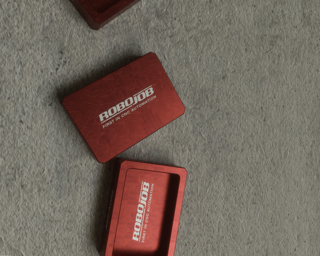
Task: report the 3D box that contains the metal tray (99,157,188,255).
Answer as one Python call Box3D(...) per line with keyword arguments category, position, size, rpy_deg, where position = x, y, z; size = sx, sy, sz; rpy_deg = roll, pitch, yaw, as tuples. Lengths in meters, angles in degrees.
Box3D(category="metal tray", position=(-0.021, 0.108, 0.398), size=(0.091, 0.030, 0.129), rpy_deg=(11, 86, -20))

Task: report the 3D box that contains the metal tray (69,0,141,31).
Box3D(category="metal tray", position=(-0.084, -0.198, 0.374), size=(0.090, 0.030, 0.130), rpy_deg=(-41, 103, -15))

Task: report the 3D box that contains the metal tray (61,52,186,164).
Box3D(category="metal tray", position=(-0.044, -0.027, 0.390), size=(0.131, 0.030, 0.090), rpy_deg=(-32, 101, -17))
